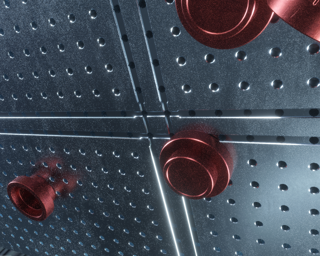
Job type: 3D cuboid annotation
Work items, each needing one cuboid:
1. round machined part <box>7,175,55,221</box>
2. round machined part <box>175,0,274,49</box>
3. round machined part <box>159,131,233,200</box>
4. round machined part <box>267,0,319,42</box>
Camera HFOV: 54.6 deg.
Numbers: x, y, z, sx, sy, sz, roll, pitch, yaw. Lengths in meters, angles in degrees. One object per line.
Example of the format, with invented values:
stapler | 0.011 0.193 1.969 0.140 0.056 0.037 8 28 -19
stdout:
round machined part | -0.249 0.134 0.616 0.098 0.042 0.097 13 124 21
round machined part | 0.059 -0.123 0.294 0.098 0.042 0.097 13 124 21
round machined part | 0.043 0.056 0.412 0.098 0.042 0.097 13 124 21
round machined part | 0.123 -0.099 0.238 0.098 0.098 0.042 34 129 6
